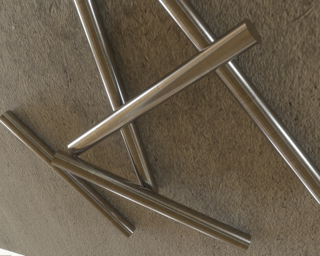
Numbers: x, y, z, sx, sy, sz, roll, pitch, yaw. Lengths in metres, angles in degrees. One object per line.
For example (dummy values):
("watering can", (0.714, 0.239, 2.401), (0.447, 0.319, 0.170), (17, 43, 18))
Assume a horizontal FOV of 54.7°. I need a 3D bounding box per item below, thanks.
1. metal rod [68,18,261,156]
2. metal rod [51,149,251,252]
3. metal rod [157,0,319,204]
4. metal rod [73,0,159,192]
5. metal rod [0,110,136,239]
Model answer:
("metal rod", (-0.021, -0.029, 0.366), (0.299, 0.025, 0.025), (-29, 102, 37))
("metal rod", (-0.013, 0.103, 0.447), (0.301, 0.025, 0.025), (24, 128, 1))
("metal rod", (0.094, -0.036, 0.335), (0.025, 0.025, 0.300), (-34, 100, 38))
("metal rod", (-0.053, -0.031, 0.415), (0.025, 0.025, 0.298), (-2, 118, 29))
("metal rod", (-0.160, 0.082, 0.541), (0.300, 0.025, 0.025), (44, 129, -3))
